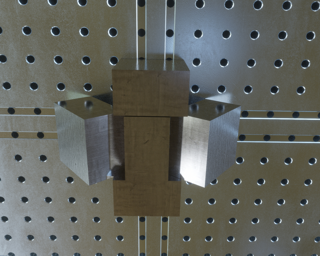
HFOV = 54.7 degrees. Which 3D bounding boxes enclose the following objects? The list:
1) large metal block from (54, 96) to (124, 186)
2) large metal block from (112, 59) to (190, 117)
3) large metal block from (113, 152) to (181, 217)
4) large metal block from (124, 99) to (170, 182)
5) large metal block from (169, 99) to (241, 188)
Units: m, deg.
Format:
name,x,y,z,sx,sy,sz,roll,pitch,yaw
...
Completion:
name,x,y,z,sx,sy,sz,roll,pitch,yaw
large metal block,-0.086,0.012,0.380,0.050,0.080,0.079,-16,116,-37
large metal block,-0.010,-0.050,0.364,0.081,0.080,0.050,1,110,-1
large metal block,-0.016,0.071,0.409,0.081,0.080,0.050,1,110,-1
large metal block,-0.015,0.011,0.387,0.050,0.080,0.079,1,110,-1
large metal block,0.056,0.014,0.381,0.050,0.081,0.079,15,114,34
